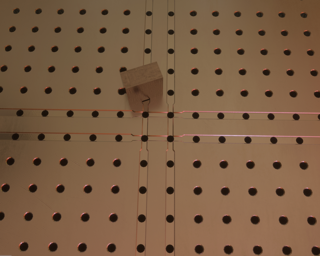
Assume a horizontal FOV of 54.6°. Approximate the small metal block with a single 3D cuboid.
[{"bbox_3d":[-0.024,-0.060,0.420,0.050,0.050,0.025,-18,71,-7],"label":"small metal block"}]
